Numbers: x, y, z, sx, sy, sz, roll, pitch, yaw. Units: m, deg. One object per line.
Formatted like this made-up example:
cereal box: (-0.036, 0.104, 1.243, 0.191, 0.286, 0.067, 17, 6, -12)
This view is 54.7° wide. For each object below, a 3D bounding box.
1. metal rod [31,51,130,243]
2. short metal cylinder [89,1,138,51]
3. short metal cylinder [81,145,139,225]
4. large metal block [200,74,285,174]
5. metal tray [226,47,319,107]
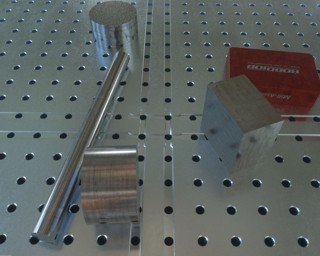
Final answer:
metal rod: (-0.090, -0.002, 0.407, 0.025, 0.025, 0.300, 9, 50, 7)
short metal cylinder: (-0.079, -0.179, 0.541, 0.081, 0.050, 0.080, 0, 50, 0)
short metal cylinder: (-0.048, 0.058, 0.322, 0.050, 0.080, 0.080, -2, 50, -2)
large metal block: (0.094, -0.004, 0.377, 0.050, 0.080, 0.080, -17, 52, -14)
metal tray: (0.169, -0.081, 0.474, 0.131, 0.030, 0.090, 6, 50, 4)
